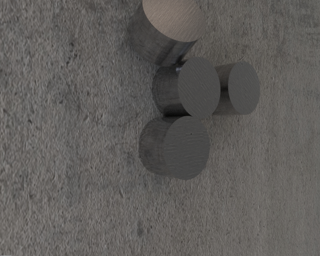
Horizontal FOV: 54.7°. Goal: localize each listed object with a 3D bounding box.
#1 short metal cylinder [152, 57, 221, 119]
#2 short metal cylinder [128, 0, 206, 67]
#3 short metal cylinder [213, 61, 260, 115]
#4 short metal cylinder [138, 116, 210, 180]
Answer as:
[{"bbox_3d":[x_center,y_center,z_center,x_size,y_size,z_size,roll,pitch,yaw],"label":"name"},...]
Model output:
[{"bbox_3d":[0.036,-0.052,0.418,0.081,0.050,0.080,0,90,-40],"label":"short metal cylinder"},{"bbox_3d":[0.007,-0.122,0.374,0.081,0.050,0.080,11,63,-22],"label":"short metal cylinder"},{"bbox_3d":[0.111,-0.060,0.481,0.081,0.050,0.080,0,90,-40],"label":"short metal cylinder"},{"bbox_3d":[0.019,0.024,0.404,0.081,0.050,0.080,-1,91,-40],"label":"short metal cylinder"}]
